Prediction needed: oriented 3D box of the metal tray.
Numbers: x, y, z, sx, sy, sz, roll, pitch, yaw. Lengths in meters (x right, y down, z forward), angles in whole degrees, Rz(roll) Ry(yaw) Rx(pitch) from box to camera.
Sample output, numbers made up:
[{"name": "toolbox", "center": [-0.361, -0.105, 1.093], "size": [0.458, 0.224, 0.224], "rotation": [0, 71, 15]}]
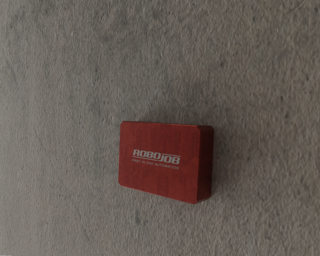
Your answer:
[{"name": "metal tray", "center": [0.003, 0.038, 0.397], "size": [0.130, 0.030, 0.089], "rotation": [4, 93, 39]}]
